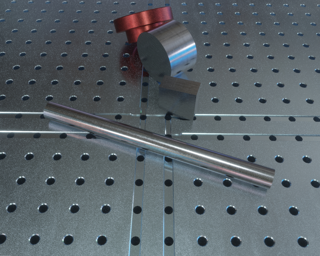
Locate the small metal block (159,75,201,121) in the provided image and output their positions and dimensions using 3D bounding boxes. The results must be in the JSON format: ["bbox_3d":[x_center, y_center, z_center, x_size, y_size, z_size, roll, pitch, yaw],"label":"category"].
[{"bbox_3d":[0.026,-0.041,0.426,0.050,0.050,0.025,14,52,11],"label":"small metal block"}]

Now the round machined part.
[{"bbox_3d":[-0.025,-0.170,0.519,0.099,0.042,0.098,-13,17,4],"label":"round machined part"}]

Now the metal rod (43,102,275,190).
[{"bbox_3d":[-0.011,0.018,0.392,0.301,0.025,0.025,17,52,13],"label":"metal rod"}]

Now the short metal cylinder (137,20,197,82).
[{"bbox_3d":[0.010,-0.115,0.469,0.050,0.080,0.080,-33,58,-24],"label":"short metal cylinder"}]
